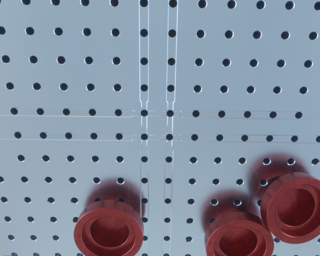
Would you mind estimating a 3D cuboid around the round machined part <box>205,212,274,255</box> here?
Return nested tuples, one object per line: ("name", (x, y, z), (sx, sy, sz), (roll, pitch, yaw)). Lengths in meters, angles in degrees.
("round machined part", (0.115, 0.166, 0.466), (0.099, 0.042, 0.097), (0, 110, 0))

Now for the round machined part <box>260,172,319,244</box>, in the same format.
("round machined part", (0.187, 0.109, 0.438), (0.099, 0.042, 0.097), (-2, 101, -9))

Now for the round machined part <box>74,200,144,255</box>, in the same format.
("round machined part", (-0.073, 0.147, 0.458), (0.099, 0.042, 0.097), (0, 110, 0))
